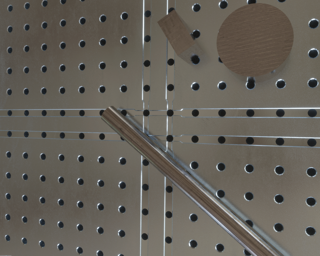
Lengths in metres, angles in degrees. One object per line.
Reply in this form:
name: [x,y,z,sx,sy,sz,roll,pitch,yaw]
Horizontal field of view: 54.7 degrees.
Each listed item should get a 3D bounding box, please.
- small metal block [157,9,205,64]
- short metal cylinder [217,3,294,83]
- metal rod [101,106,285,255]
small metal block: [0.027,-0.113,0.390,0.025,0.050,0.050,-32,80,17]
short metal cylinder: [0.110,-0.096,0.360,0.080,0.050,0.080,0,90,20]
metal rod: [0.036,0.073,0.399,0.300,0.025,0.025,40,103,15]
